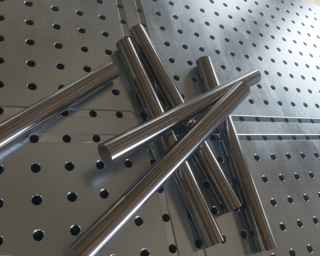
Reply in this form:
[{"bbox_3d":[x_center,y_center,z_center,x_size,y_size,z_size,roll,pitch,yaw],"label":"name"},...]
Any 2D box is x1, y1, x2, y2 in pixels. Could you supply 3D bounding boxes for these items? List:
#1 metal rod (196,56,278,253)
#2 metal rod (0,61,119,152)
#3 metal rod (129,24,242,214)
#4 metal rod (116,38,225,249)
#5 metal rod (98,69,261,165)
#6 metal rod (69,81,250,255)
[{"bbox_3d":[0.103,0.021,0.449,0.025,0.025,0.299,1,61,-28],"label":"metal rod"},{"bbox_3d":[-0.152,0.000,0.326,0.025,0.025,0.302,45,51,3],"label":"metal rod"},{"bbox_3d":[0.028,-0.024,0.437,0.025,0.025,0.299,-15,70,-34],"label":"metal rod"},{"bbox_3d":[0.005,0.005,0.407,0.025,0.025,0.299,-12,68,-33],"label":"metal rod"},{"bbox_3d":[0.048,-0.029,0.417,0.302,0.025,0.025,-28,77,-37],"label":"metal rod"},{"bbox_3d":[0.020,0.033,0.367,0.025,0.025,0.301,46,61,3],"label":"metal rod"}]
